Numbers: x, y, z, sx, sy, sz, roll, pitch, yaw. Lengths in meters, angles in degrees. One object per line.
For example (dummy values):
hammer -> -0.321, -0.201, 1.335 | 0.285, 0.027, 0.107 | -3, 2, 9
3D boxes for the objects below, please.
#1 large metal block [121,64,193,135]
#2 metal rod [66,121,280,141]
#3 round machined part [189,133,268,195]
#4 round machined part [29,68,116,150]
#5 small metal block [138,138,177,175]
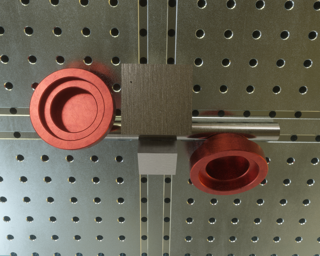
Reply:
large metal block -> -0.004, -0.033, 0.376 | 0.081, 0.050, 0.079 | 1, 92, -1
metal rod -> 0.006, 0.003, 0.415 | 0.302, 0.025, 0.025 | 0, 110, -1
round machined part -> 0.087, 0.044, 0.408 | 0.099, 0.042, 0.097 | 0, 136, 0
round machined part -> -0.103, -0.021, 0.382 | 0.099, 0.042, 0.097 | 0, 84, -1
small metal block -> -0.003, 0.039, 0.417 | 0.050, 0.025, 0.050 | 1, 139, -1
